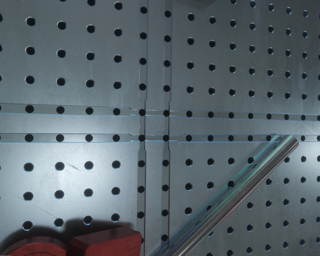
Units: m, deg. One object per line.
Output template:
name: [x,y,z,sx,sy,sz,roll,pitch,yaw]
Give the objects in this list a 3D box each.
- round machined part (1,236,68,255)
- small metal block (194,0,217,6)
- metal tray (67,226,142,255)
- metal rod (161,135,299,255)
round machined part: [-0.142,0.172,0.352,0.099,0.042,0.097,0,90,-21]
small metal block: [0.058,-0.208,0.435,0.050,0.025,0.050,11,86,-20]
metal tray: [-0.068,0.190,0.363,0.091,0.030,0.129,9,86,-52]
metal rod: [0.097,0.111,0.450,0.301,0.025,0.025,-39,103,-16]
